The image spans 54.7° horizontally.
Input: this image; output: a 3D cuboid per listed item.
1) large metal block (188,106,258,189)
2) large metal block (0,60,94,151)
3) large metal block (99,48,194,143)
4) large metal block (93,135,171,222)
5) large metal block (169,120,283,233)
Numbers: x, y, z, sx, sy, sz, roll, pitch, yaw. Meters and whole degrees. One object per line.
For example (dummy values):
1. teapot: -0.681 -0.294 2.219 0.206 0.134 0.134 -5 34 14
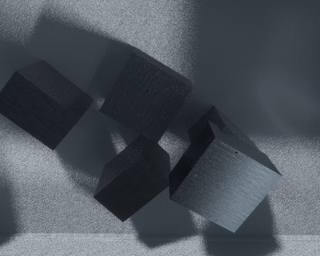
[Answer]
1. large metal block: 0.085 0.026 0.392 0.080 0.080 0.050 41 105 -14
2. large metal block: -0.134 -0.030 0.369 0.080 0.080 0.050 39 105 -13
3. large metal block: -0.017 -0.041 0.383 0.080 0.050 0.080 30 107 -11
4. large metal block: -0.033 0.060 0.404 0.080 0.080 0.050 -41 105 13
5. large metal block: 0.065 0.051 0.332 0.080 0.050 0.080 30 107 -11
